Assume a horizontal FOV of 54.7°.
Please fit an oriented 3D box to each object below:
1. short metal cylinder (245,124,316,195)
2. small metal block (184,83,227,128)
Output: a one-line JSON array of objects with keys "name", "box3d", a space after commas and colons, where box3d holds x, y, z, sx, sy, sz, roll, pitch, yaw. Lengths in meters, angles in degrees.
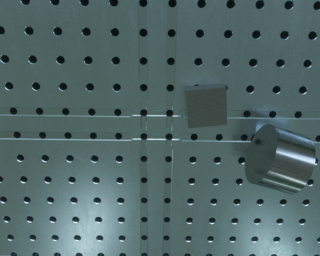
[{"name": "short metal cylinder", "box3d": [0.152, 0.040, 0.400, 0.050, 0.080, 0.079, 17, 109, -6]}, {"name": "small metal block", "box3d": [0.059, -0.029, 0.403, 0.050, 0.025, 0.050, -5, 110, 2]}]
